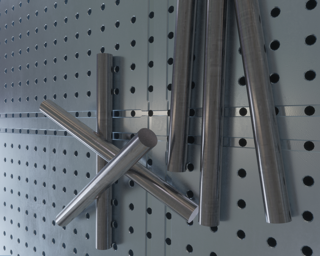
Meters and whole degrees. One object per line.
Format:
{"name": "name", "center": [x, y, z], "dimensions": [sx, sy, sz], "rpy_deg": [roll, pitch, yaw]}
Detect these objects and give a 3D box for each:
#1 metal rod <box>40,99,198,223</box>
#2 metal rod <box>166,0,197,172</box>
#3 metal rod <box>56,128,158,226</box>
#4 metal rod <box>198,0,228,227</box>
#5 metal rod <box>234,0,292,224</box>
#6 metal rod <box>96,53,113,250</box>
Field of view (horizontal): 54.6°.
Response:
{"name": "metal rod", "center": [-0.073, 0.034, 0.443], "dimensions": [0.300, 0.025, 0.025], "rpy_deg": [32, 110, 27]}
{"name": "metal rod", "center": [0.029, -0.095, 0.385], "dimensions": [0.025, 0.025, 0.298], "rpy_deg": [6, 94, 40]}
{"name": "metal rod", "center": [-0.093, 0.086, 0.447], "dimensions": [0.299, 0.025, 0.025], "rpy_deg": [-44, 63, 43]}
{"name": "metal rod", "center": [0.062, -0.038, 0.358], "dimensions": [0.025, 0.025, 0.298], "rpy_deg": [3, 92, 40]}
{"name": "metal rod", "center": [0.102, -0.055, 0.325], "dimensions": [0.025, 0.025, 0.299], "rpy_deg": [-11, 83, 39]}
{"name": "metal rod", "center": [-0.086, 0.036, 0.482], "dimensions": [0.025, 0.025, 0.298], "rpy_deg": [1, 90, 40]}
